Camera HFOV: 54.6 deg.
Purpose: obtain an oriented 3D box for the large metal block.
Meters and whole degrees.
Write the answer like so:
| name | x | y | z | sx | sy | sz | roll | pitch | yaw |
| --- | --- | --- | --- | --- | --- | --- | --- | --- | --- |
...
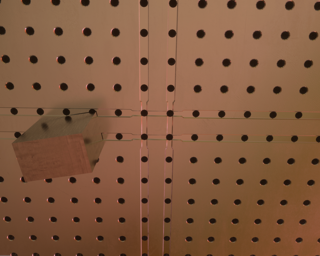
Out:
| name | x | y | z | sx | sy | sz | roll | pitch | yaw |
| --- | --- | --- | --- | --- | --- | --- | --- | --- | --- |
| large metal block | -0.122 | 0.021 | 0.391 | 0.080 | 0.080 | 0.050 | -8 | 110 | 3 |
